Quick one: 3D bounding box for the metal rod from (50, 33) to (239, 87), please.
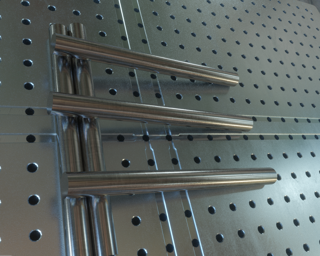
[{"bbox_3d":[0.000,-0.091,0.447,0.302,0.025,0.025,4,60,-33],"label":"metal rod"}]

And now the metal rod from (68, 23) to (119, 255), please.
[{"bbox_3d":[-0.084,-0.005,0.366,0.025,0.025,0.299,1,61,-28],"label":"metal rod"}]

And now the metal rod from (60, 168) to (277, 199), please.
[{"bbox_3d":[0.036,0.062,0.373,0.302,0.025,0.025,4,60,-34],"label":"metal rod"}]

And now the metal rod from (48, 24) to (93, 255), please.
[{"bbox_3d":[-0.105,0.001,0.351,0.025,0.025,0.299,1,61,-28],"label":"metal rod"}]

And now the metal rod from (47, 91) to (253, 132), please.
[{"bbox_3d":[0.011,-0.016,0.406,0.302,0.025,0.025,5,60,-33],"label":"metal rod"}]
